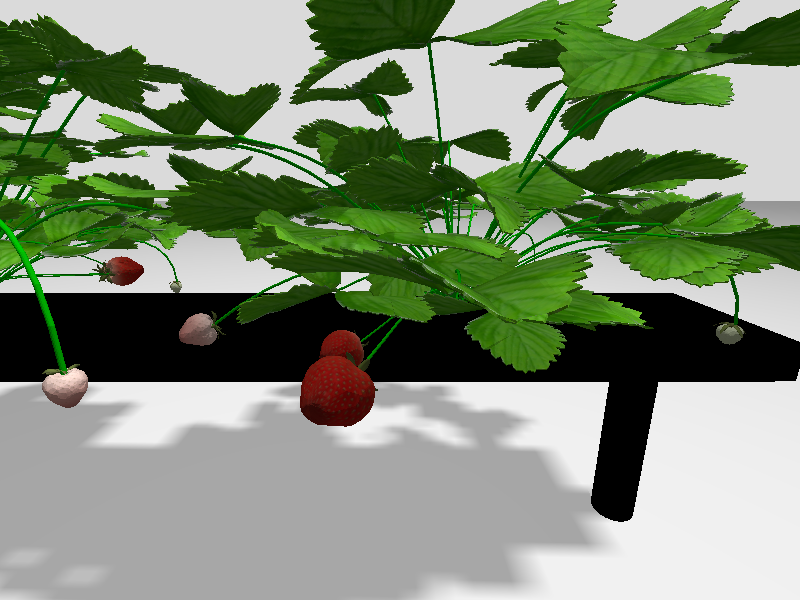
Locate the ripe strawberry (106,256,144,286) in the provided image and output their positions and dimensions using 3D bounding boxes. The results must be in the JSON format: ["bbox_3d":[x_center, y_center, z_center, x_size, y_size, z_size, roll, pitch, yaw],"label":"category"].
[{"bbox_3d":[-0.314,-0.034,0.460,0.037,0.033,0.034,13,20,38],"label":"ripe strawberry"}]

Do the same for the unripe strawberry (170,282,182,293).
[{"bbox_3d":[-0.236,-0.013,0.423,0.011,0.012,0.011,-6,17,-20],"label":"unripe strawberry"}]

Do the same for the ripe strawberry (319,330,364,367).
[{"bbox_3d":[-0.037,0.033,0.242,0.026,0.027,0.028,11,19,33],"label":"ripe strawberry"}]

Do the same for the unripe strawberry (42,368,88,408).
[{"bbox_3d":[-0.173,0.046,0.208,0.019,0.020,0.018,11,19,34],"label":"unripe strawberry"}]

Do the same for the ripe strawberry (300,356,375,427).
[{"bbox_3d":[-0.031,0.044,0.188,0.036,0.031,0.036,7,18,23],"label":"ripe strawberry"}]

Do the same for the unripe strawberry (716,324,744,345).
[{"bbox_3d":[0.226,0.024,0.275,0.015,0.014,0.013,8,18,26],"label":"unripe strawberry"}]

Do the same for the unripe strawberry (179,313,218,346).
[{"bbox_3d":[-0.143,0.022,0.282,0.024,0.023,0.026,-18,21,-19],"label":"unripe strawberry"}]

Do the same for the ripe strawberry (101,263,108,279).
[{"bbox_3d":[-0.345,-0.035,0.483,0.027,0.023,0.027,7,17,23],"label":"ripe strawberry"}]
